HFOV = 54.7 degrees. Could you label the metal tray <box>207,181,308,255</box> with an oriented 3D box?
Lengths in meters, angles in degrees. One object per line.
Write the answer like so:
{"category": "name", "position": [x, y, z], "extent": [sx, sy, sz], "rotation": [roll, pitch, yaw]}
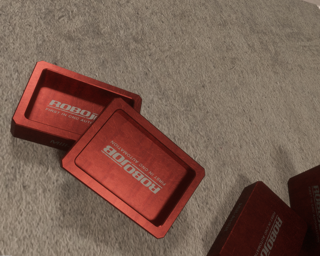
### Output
{"category": "metal tray", "position": [0.124, 0.141, 0.384], "extent": [0.090, 0.030, 0.131], "rotation": [44, 51, 1]}

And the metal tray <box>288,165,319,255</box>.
{"category": "metal tray", "position": [0.222, 0.116, 0.413], "extent": [0.030, 0.090, 0.130], "rotation": [20, 54, -17]}

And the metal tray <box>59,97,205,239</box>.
{"category": "metal tray", "position": [-0.026, 0.042, 0.329], "extent": [0.130, 0.030, 0.090], "rotation": [41, 72, -12]}

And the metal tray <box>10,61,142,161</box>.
{"category": "metal tray", "position": [-0.091, -0.016, 0.362], "extent": [0.131, 0.030, 0.090], "rotation": [18, 54, -18]}
